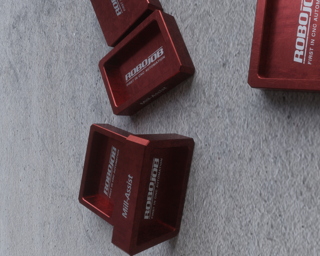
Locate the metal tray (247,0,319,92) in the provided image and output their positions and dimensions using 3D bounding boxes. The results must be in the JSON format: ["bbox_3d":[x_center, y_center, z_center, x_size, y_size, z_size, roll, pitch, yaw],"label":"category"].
[{"bbox_3d":[0.137,-0.099,0.288,0.090,0.030,0.129,9,96,39],"label":"metal tray"}]

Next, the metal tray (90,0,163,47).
[{"bbox_3d":[-0.057,-0.192,0.449,0.090,0.030,0.130,-34,69,34],"label":"metal tray"}]

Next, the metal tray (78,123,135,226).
[{"bbox_3d":[-0.075,0.066,0.463,0.090,0.030,0.129,19,102,38],"label":"metal tray"}]

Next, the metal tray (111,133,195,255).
[{"bbox_3d":[-0.006,0.073,0.367,0.030,0.091,0.129,15,100,39],"label":"metal tray"}]

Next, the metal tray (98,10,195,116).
[{"bbox_3d":[-0.024,-0.083,0.421,0.130,0.030,0.090,-30,71,36],"label":"metal tray"}]
